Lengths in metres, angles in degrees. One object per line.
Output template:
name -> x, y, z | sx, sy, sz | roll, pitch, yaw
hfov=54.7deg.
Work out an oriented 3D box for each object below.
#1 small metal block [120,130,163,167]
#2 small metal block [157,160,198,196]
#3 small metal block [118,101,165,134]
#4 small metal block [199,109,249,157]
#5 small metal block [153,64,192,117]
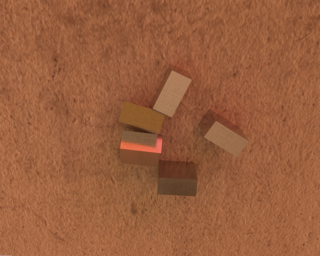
small metal block -> -0.025, 0.028, 0.405 | 0.050, 0.025, 0.050 | 7, 153, -3
small metal block -> 0.022, 0.067, 0.422 | 0.050, 0.050, 0.025 | 4, 110, -2
small metal block -> -0.024, -0.010, 0.389 | 0.050, 0.050, 0.025 | 16, 82, -6
small metal block -> 0.081, 0.005, 0.400 | 0.050, 0.050, 0.025 | 31, 107, -11
small metal block -> 0.014, -0.047, 0.379 | 0.025, 0.050, 0.050 | 25, 108, -9
